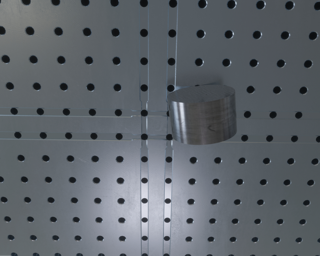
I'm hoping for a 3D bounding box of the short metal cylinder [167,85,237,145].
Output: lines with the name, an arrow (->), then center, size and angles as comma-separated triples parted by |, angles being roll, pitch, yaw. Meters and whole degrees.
short metal cylinder -> 0.051, -0.019, 0.378 | 0.080, 0.080, 0.050 | -7, 110, 2
